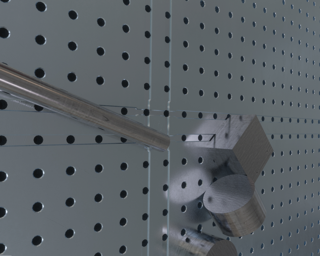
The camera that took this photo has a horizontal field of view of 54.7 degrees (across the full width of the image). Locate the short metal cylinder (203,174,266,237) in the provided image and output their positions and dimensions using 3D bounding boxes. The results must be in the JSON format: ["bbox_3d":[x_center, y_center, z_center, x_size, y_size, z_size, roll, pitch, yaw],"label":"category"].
[{"bbox_3d":[0.113,0.116,0.469,0.080,0.080,0.050,-44,117,-31],"label":"short metal cylinder"}]

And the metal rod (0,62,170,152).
[{"bbox_3d":[-0.104,-0.028,0.321,0.302,0.025,0.025,24,75,-38],"label":"metal rod"}]

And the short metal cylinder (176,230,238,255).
[{"bbox_3d":[0.069,0.197,0.451,0.081,0.050,0.079,0,90,-40],"label":"short metal cylinder"}]

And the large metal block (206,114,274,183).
[{"bbox_3d":[0.132,0.034,0.504,0.080,0.050,0.080,-49,119,-29],"label":"large metal block"}]
